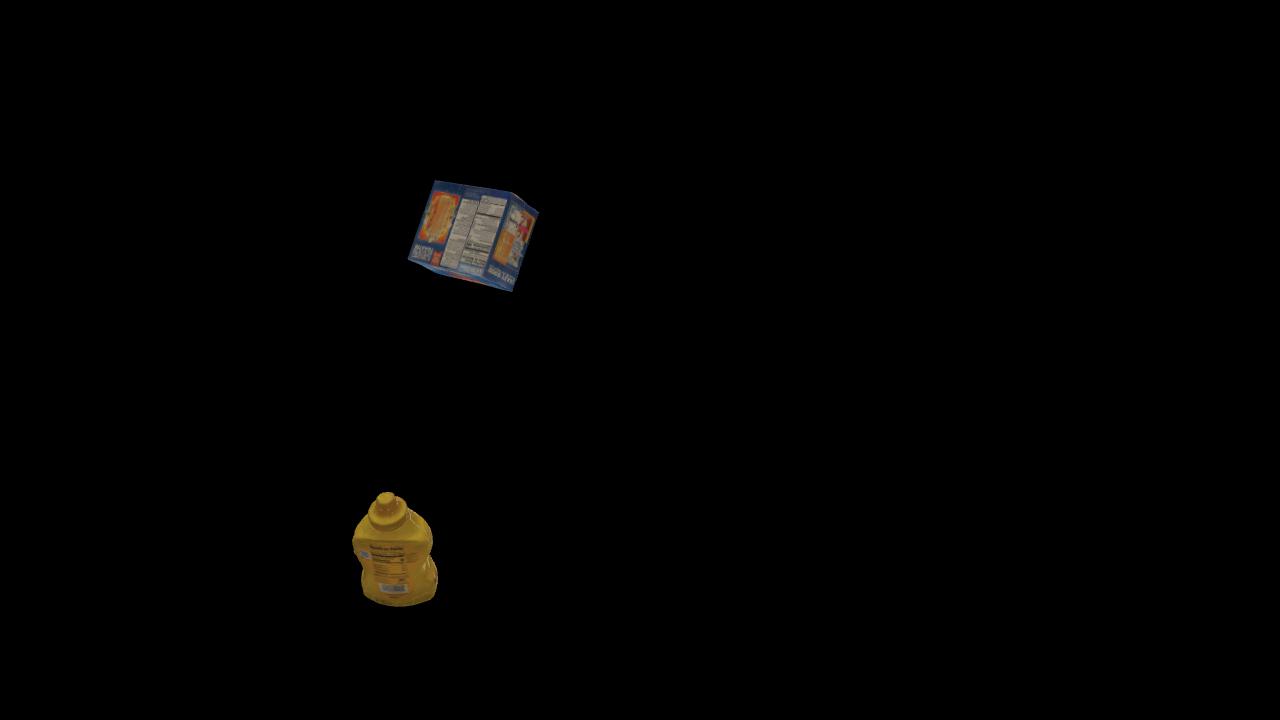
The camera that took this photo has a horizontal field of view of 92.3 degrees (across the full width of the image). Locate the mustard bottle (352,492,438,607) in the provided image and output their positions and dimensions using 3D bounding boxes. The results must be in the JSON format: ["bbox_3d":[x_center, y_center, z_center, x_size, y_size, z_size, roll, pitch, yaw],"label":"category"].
[{"bbox_3d":[-0.294,0.223,0.736,0.092,0.184,0.054,8,37,-2],"label":"mustard bottle"}]

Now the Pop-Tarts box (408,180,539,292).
[{"bbox_3d":[-0.269,-0.201,0.995,0.167,0.141,0.083,15,-5,27],"label":"Pop-Tarts box"}]
